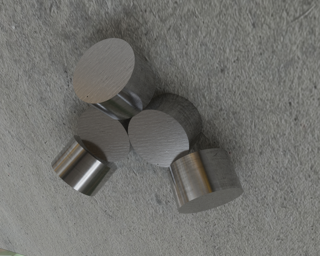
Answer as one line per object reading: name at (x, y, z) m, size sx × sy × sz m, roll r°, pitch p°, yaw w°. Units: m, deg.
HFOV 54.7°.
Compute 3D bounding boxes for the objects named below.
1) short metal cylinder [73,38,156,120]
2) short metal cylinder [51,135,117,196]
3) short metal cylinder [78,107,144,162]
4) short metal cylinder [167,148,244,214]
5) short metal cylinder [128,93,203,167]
short metal cylinder at (-0.052, -0.055, 0.358) m, size 0.080 × 0.080 × 0.050 m, roll 2°, pitch 162°, yaw 27°
short metal cylinder at (-0.110, 0.055, 0.457) m, size 0.080 × 0.080 × 0.050 m, roll 39°, pitch 89°, yaw 1°
short metal cylinder at (-0.064, 0.000, 0.425) m, size 0.080 × 0.050 × 0.079 m, roll 13°, pitch 124°, yaw 21°
short metal cylinder at (0.054, 0.066, 0.377) m, size 0.080 × 0.081 × 0.050 m, roll -43°, pitch 52°, yaw 39°
short metal cylinder at (0.007, 0.002, 0.389) m, size 0.080 × 0.050 × 0.079 m, roll 13°, pitch 124°, yaw 21°
